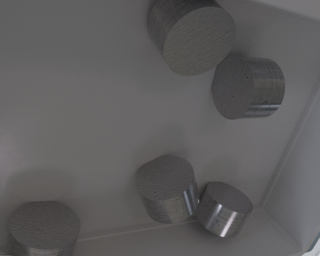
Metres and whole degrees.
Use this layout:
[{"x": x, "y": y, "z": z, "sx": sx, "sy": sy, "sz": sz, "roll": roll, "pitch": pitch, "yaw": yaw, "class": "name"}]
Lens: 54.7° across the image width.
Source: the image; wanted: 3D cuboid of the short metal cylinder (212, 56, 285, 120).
[{"x": 0.112, "y": -0.052, "z": 0.402, "sx": 0.050, "sy": 0.080, "sz": 0.079, "roll": -4, "pitch": 120, "yaw": -27, "class": "short metal cylinder"}]

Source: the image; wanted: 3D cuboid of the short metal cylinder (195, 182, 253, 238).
[{"x": 0.105, "y": 0.133, "z": 0.513, "sx": 0.081, "sy": 0.080, "sz": 0.050, "roll": 8, "pitch": 114, "yaw": -32, "class": "short metal cylinder"}]

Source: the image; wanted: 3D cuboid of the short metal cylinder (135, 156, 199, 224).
[{"x": 0.011, "y": 0.084, "z": 0.431, "sx": 0.080, "sy": 0.080, "sz": 0.050, "roll": -26, "pitch": 128, "yaw": -13, "class": "short metal cylinder"}]

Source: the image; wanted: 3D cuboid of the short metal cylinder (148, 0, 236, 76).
[{"x": 0.033, "y": -0.103, "z": 0.333, "sx": 0.081, "sy": 0.050, "sz": 0.080, "roll": -15, "pitch": 140, "yaw": -13, "class": "short metal cylinder"}]

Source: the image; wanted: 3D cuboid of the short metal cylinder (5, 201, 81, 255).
[{"x": -0.143, "y": 0.135, "z": 0.379, "sx": 0.081, "sy": 0.080, "sz": 0.050, "roll": 5, "pitch": 116, "yaw": -31, "class": "short metal cylinder"}]
